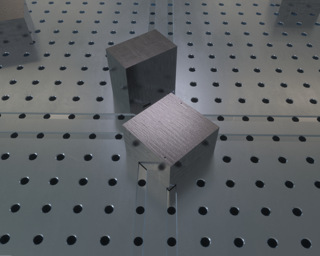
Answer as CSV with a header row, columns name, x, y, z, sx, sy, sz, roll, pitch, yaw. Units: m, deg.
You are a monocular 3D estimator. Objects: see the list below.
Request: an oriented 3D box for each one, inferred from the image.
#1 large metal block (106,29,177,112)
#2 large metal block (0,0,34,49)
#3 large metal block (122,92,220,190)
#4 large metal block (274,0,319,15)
name,x,y,z,sx,sy,sz,roll,pitch,yaw
large metal block,-0.024,-0.081,0.440,0.080,0.080,0.050,-29,56,-22
large metal block,-0.274,-0.187,0.547,0.081,0.050,0.080,-13,51,-11
large metal block,0.013,0.014,0.380,0.080,0.050,0.080,-36,59,-26
large metal block,0.278,-0.273,0.623,0.080,0.050,0.080,3,50,2
